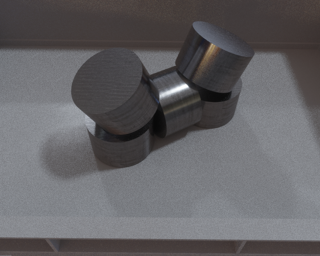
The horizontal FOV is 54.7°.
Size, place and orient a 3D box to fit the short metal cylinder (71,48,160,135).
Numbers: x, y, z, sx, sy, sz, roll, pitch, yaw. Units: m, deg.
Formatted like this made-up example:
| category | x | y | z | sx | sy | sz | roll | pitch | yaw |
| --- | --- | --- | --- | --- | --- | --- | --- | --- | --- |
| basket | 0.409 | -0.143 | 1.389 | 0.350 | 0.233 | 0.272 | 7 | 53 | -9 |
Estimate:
| category | x | y | z | sx | sy | sz | roll | pitch | yaw |
| --- | --- | --- | --- | --- | --- | --- | --- | --- | --- |
| short metal cylinder | -0.047 | -0.039 | 0.335 | 0.080 | 0.050 | 0.080 | -9 | 62 | 17 |

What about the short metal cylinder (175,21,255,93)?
| category | x | y | z | sx | sy | sz | roll | pitch | yaw |
| --- | --- | --- | --- | --- | --- | --- | --- | --- | --- |
| short metal cylinder | 0.065 | -0.087 | 0.376 | 0.081 | 0.050 | 0.080 | 18 | 35 | -13 |

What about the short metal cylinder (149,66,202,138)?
| category | x | y | z | sx | sy | sz | roll | pitch | yaw |
| --- | --- | --- | --- | --- | --- | --- | --- | --- | --- |
| short metal cylinder | 0.010 | -0.033 | 0.395 | 0.050 | 0.080 | 0.080 | -24 | 54 | -19 |

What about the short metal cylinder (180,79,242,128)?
| category | x | y | z | sx | sy | sz | roll | pitch | yaw |
| --- | --- | --- | --- | --- | --- | --- | --- | --- | --- |
| short metal cylinder | 0.067 | -0.047 | 0.427 | 0.081 | 0.050 | 0.080 | 0 | 50 | 0 |

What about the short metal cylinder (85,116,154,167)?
| category | x | y | z | sx | sy | sz | roll | pitch | yaw |
| --- | --- | --- | --- | --- | --- | --- | --- | --- | --- |
| short metal cylinder | -0.048 | 0.001 | 0.385 | 0.081 | 0.050 | 0.080 | 0 | 50 | 0 |
